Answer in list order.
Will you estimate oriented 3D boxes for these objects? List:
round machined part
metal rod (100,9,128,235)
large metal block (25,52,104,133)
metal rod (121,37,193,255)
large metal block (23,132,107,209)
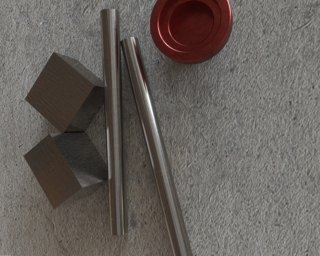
[{"bbox_3d":[0.041,-0.127,0.385,0.098,0.042,0.097,0,90,19],"label":"round machined part"},{"bbox_3d":[-0.062,-0.005,0.419,0.025,0.025,0.298,-1,94,19],"label":"metal rod"},{"bbox_3d":[-0.128,-0.048,0.439,0.080,0.050,0.080,39,102,15],"label":"large metal block"},{"bbox_3d":[-0.006,0.026,0.410,0.025,0.025,0.298,-16,85,19],"label":"metal rod"},{"bbox_3d":[-0.120,0.053,0.421,0.050,0.080,0.080,-38,78,16],"label":"large metal block"}]
